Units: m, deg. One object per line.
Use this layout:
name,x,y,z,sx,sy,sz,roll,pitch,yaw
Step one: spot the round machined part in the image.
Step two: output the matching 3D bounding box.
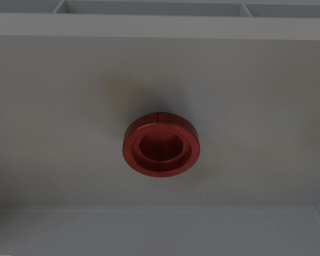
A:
round machined part,0.002,0.017,0.408,0.099,0.042,0.097,-1,130,0
